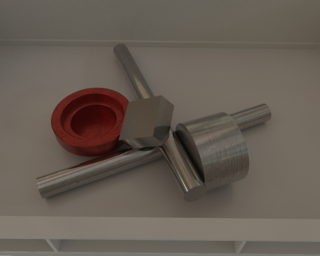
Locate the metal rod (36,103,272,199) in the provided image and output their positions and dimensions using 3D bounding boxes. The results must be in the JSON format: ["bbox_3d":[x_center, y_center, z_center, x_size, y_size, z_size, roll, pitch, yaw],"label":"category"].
[{"bbox_3d":[0.005,0.023,0.384,0.302,0.025,0.025,-18,53,-15],"label":"metal rod"}]

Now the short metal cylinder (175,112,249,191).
[{"bbox_3d":[0.055,0.027,0.346,0.050,0.080,0.080,-15,52,-13],"label":"short metal cylinder"}]

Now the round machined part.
[{"bbox_3d":[-0.083,-0.003,0.394,0.099,0.042,0.098,0,50,0],"label":"round machined part"}]

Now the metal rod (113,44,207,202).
[{"bbox_3d":[-0.015,-0.032,0.406,0.025,0.025,0.300,-15,45,-13],"label":"metal rod"}]

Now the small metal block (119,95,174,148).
[{"bbox_3d":[-0.015,-0.006,0.355,0.050,0.025,0.050,-8,60,37],"label":"small metal block"}]
